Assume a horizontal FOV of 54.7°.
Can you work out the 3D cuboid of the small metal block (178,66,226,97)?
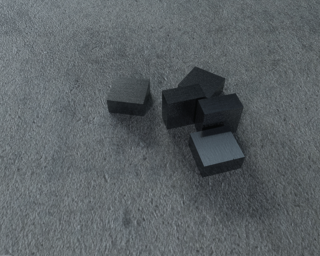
[{"bbox_3d":[0.060,-0.058,0.452,0.050,0.025,0.050,27,55,20],"label":"small metal block"}]

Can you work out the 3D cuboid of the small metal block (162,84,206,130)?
[{"bbox_3d":[0.030,-0.028,0.410,0.050,0.050,0.025,-12,51,-10],"label":"small metal block"}]

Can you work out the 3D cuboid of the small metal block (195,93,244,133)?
[{"bbox_3d":[0.075,-0.014,0.399,0.050,0.050,0.025,-11,51,-9],"label":"small metal block"}]

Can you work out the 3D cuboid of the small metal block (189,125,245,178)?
[{"bbox_3d":[0.068,0.028,0.380,0.050,0.025,0.050,-12,51,-10],"label":"small metal block"}]

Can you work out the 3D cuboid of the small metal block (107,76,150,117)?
[{"bbox_3d":[-0.043,-0.046,0.441,0.050,0.025,0.050,7,50,5],"label":"small metal block"}]
